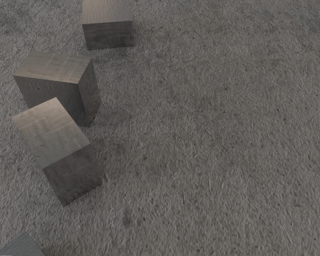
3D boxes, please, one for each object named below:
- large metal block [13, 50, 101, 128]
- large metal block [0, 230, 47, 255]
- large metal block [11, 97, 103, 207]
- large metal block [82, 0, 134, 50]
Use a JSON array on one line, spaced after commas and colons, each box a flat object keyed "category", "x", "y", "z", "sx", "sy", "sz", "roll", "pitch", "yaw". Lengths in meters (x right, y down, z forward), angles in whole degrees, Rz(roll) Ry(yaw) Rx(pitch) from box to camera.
[{"category": "large metal block", "x": -0.130, "y": -0.050, "z": 0.409, "sx": 0.080, "sy": 0.080, "sz": 0.050, "roll": 8, "pitch": 51, "yaw": 7}, {"category": "large metal block", "x": -0.120, "y": 0.150, "z": 0.260, "sx": 0.080, "sy": 0.050, "sz": 0.080, "roll": 37, "pitch": 59, "yaw": 26}, {"category": "large metal block", "x": -0.112, "y": 0.027, "z": 0.344, "sx": 0.050, "sy": 0.080, "sz": 0.080, "roll": -30, "pitch": 56, "yaw": -23}, {"category": "large metal block", "x": -0.090, "y": -0.184, "z": 0.541, "sx": 0.081, "sy": 0.050, "sz": 0.080, "roll": -6, "pitch": 50, "yaw": -5}]
